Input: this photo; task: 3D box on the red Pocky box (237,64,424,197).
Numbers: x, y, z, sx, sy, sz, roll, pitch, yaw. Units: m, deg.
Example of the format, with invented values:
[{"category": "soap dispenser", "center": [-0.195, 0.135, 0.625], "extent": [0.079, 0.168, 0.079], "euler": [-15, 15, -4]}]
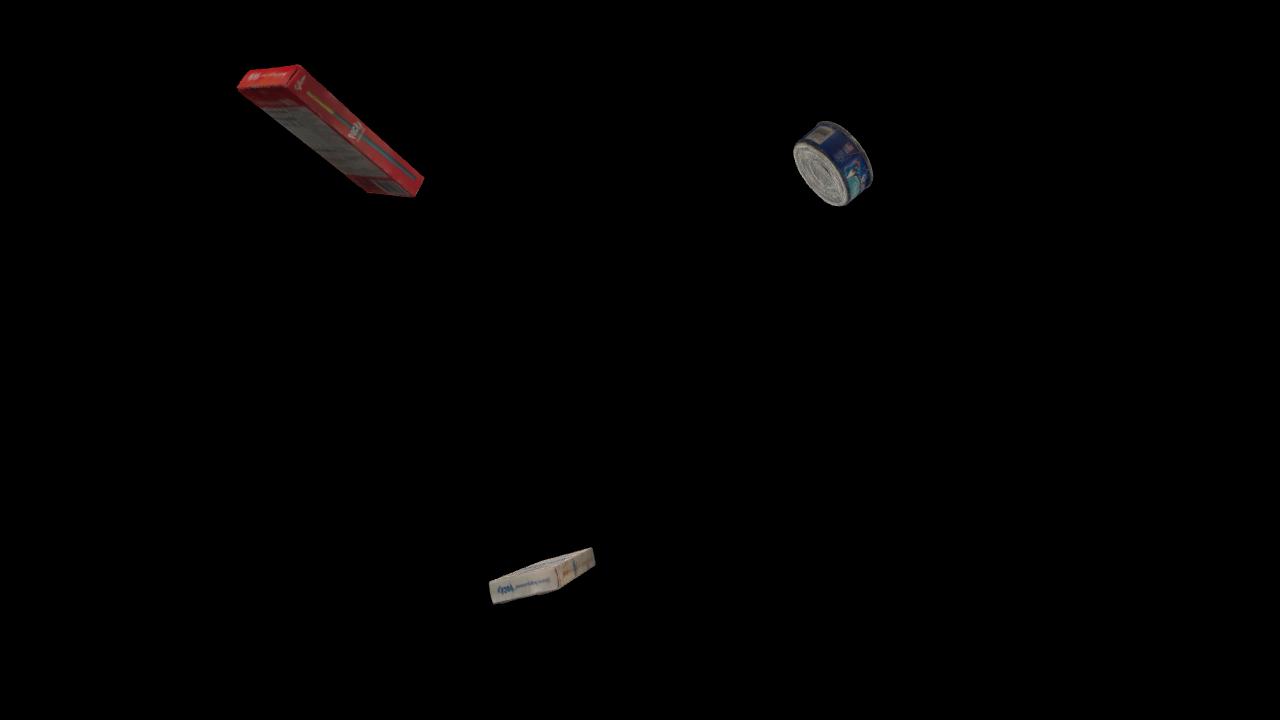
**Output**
[{"category": "red Pocky box", "center": [-0.291, -0.215, 0.593], "extent": [0.083, 0.028, 0.155], "euler": [14, -16, 31]}]

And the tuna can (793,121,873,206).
[{"category": "tuna can", "center": [0.197, -0.200, 0.634], "extent": [0.034, 0.084, 0.084], "euler": [-40, 0, 0]}]

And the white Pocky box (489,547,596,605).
[{"category": "white Pocky box", "center": [-0.114, 0.262, 0.752], "extent": [0.084, 0.028, 0.154], "euler": [-16, -12, 9]}]
